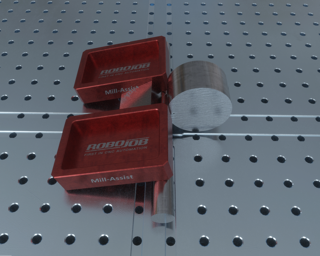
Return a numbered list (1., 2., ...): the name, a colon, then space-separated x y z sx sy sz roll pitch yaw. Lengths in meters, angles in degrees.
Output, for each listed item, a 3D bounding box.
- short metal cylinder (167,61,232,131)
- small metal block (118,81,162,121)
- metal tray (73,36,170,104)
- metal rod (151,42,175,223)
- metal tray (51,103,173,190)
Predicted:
1. short metal cylinder: 0.049 -0.040 0.401 0.081 0.080 0.050 0 50 0
2. small metal block: -0.026 -0.029 0.413 0.050 0.025 0.050 -21 45 24
3. metal tray: -0.053 -0.086 0.454 0.131 0.030 0.090 -8 49 9
4. metal rod: 0.004 -0.020 0.419 0.025 0.025 0.300 0 50 0
5. metal tray: -0.052 0.021 0.364 0.131 0.030 0.090 -8 50 9
